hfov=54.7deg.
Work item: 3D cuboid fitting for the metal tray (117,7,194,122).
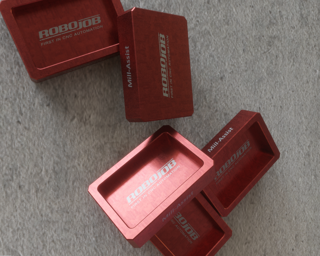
[{"bbox_3d":[-0.003,-0.075,0.387,0.091,0.030,0.129,-8,96,-42],"label":"metal tray"}]

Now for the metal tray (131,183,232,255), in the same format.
[{"bbox_3d":[0.027,0.126,0.417,0.090,0.030,0.130,-43,104,-15],"label":"metal tray"}]

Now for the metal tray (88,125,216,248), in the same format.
[{"bbox_3d":[-0.009,0.065,0.373,0.131,0.090,0.030,-39,144,-16],"label":"metal tray"}]

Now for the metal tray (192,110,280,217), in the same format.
[{"bbox_3d":[0.104,0.048,0.435,0.130,0.030,0.090,-43,117,-15],"label":"metal tray"}]

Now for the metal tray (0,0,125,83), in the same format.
[{"bbox_3d":[-0.105,-0.117,0.367,0.131,0.030,0.090,-24,98,-19],"label":"metal tray"}]
